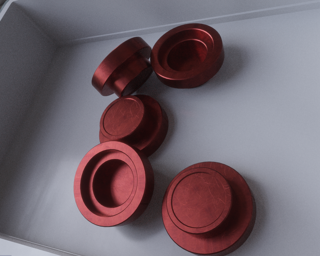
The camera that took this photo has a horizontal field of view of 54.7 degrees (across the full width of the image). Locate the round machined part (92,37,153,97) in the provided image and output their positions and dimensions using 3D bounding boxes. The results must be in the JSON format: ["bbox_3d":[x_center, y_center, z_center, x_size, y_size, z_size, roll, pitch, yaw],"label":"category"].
[{"bbox_3d":[-0.046,-0.079,0.444,0.098,0.098,0.042,-44,86,-2],"label":"round machined part"}]

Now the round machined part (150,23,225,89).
[{"bbox_3d":[0.039,-0.093,0.427,0.098,0.042,0.098,-9,58,16],"label":"round machined part"}]

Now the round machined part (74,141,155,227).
[{"bbox_3d":[-0.050,0.067,0.371,0.098,0.042,0.098,-7,73,23],"label":"round machined part"}]

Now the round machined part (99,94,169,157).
[{"bbox_3d":[-0.042,-0.006,0.420,0.098,0.042,0.098,-13,56,21],"label":"round machined part"}]

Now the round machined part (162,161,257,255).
[{"bbox_3d":[0.046,0.080,0.322,0.098,0.042,0.098,-13,56,21],"label":"round machined part"}]
